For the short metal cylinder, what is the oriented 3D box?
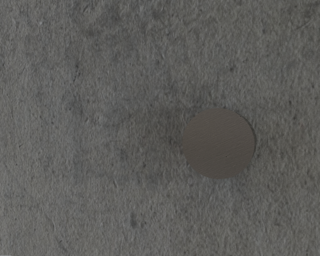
[{"bbox_3d":[0.072,0.017,0.370,0.080,0.050,0.079,0,90,19],"label":"short metal cylinder"}]
